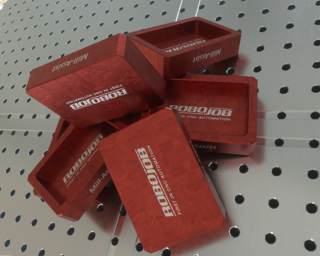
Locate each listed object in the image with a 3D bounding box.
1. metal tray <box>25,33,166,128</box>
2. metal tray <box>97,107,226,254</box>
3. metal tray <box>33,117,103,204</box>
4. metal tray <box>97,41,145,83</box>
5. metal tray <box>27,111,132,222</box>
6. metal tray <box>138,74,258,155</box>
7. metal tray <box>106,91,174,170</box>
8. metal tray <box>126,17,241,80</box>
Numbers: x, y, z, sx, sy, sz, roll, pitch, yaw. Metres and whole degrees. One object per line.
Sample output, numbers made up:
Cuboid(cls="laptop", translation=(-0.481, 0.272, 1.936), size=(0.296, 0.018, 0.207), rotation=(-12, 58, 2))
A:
Cuboid(cls="metal tray", translation=(-0.070, -0.046, 0.349), size=(0.130, 0.090, 0.030), rotation=(-14, 56, 26))
Cuboid(cls="metal tray", translation=(0.001, 0.054, 0.329), size=(0.090, 0.030, 0.130), rotation=(-26, 86, 12))
Cuboid(cls="metal tray", translation=(-0.118, 0.039, 0.445), size=(0.090, 0.030, 0.130), rotation=(-4, 59, 25))
Cuboid(cls="metal tray", translation=(-0.064, -0.084, 0.469), size=(0.090, 0.030, 0.130), rotation=(-38, 35, 2))
Cuboid(cls="metal tray", translation=(-0.098, 0.039, 0.394), size=(0.090, 0.030, 0.130), rotation=(30, 78, 38))
Cuboid(cls="metal tray", translation=(0.046, -0.020, 0.370), size=(0.130, 0.030, 0.090), rotation=(4, 63, 11))
Cuboid(cls="metal tray", translation=(-0.022, -0.007, 0.422), size=(0.090, 0.030, 0.130), rotation=(-3, 58, 24))
Cuboid(cls="metal tray", translation=(0.032, -0.112, 0.415), size=(0.131, 0.030, 0.090), rotation=(-24, 44, -29))
